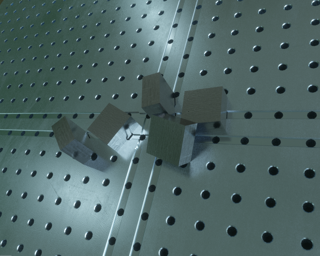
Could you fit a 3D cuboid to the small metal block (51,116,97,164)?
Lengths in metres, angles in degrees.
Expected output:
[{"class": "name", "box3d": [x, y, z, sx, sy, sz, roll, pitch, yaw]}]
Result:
[{"class": "small metal block", "box3d": [-0.123, 0.018, 0.444, 0.025, 0.050, 0.050, -38, 51, 3]}]

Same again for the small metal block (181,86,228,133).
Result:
[{"class": "small metal block", "box3d": [0.056, -0.022, 0.391, 0.050, 0.025, 0.050, -5, 59, 25]}]

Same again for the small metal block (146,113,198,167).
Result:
[{"class": "small metal block", "box3d": [0.014, 0.013, 0.376, 0.050, 0.025, 0.050, 20, 109, 35]}]

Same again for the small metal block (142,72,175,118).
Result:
[{"class": "small metal block", "box3d": [-0.001, -0.038, 0.415, 0.025, 0.050, 0.050, -14, 56, 20]}]

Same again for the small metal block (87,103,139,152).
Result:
[{"class": "small metal block", "box3d": [-0.067, -0.001, 0.443, 0.050, 0.025, 0.050, 31, 78, 37]}]
